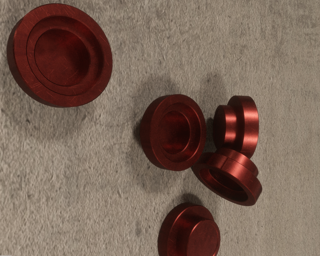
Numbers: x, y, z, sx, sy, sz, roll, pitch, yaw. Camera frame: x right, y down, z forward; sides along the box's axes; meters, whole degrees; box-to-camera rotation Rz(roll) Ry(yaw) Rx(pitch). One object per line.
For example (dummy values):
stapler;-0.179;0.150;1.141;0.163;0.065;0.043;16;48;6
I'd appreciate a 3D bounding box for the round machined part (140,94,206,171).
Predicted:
round machined part;0.013;0.006;0.406;0.099;0.042;0.097;0;90;-40

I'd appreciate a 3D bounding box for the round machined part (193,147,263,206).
round machined part;0.100;0.065;0.442;0.098;0.098;0.042;50;64;-29

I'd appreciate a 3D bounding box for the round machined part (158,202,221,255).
round machined part;0.048;0.158;0.437;0.099;0.042;0.097;0;90;-40

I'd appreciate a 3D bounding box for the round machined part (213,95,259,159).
round machined part;0.108;0.000;0.463;0.042;0.098;0.097;2;89;-5

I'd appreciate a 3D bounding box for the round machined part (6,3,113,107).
round machined part;-0.101;-0.069;0.310;0.099;0.042;0.097;0;90;-40
